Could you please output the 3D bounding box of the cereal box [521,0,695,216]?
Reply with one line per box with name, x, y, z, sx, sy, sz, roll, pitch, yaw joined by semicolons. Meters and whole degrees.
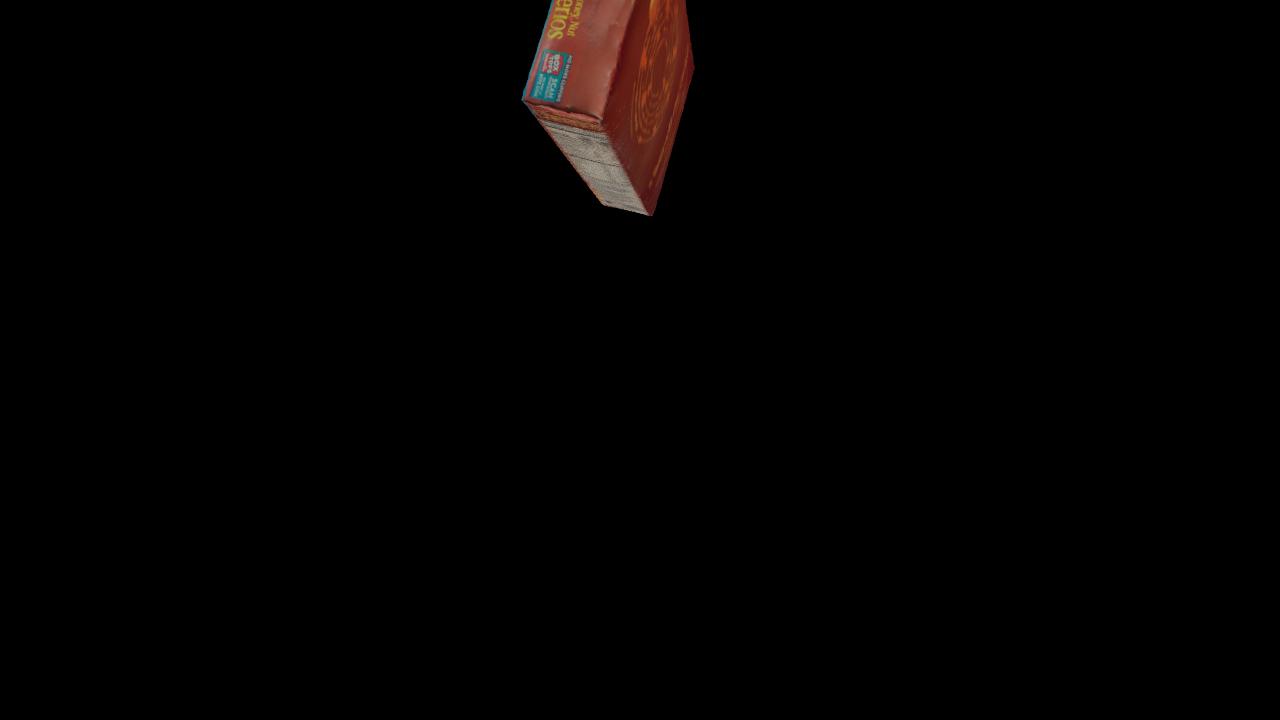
cereal box;-0.014;-0.288;0.630;0.081;0.203;0.306;16;1;9
